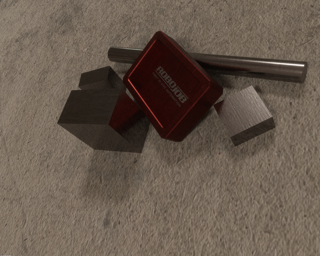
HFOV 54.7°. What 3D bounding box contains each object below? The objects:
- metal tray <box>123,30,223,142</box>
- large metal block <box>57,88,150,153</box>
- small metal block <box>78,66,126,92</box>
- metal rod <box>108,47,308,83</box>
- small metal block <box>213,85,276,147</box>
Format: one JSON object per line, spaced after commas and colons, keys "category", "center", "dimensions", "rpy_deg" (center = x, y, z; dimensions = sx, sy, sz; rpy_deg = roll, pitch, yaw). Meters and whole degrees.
{"category": "metal tray", "center": [0.010, -0.057, 0.406], "dimensions": [0.090, 0.030, 0.130], "rpy_deg": [-50, 51, 19]}
{"category": "large metal block", "center": [-0.071, -0.008, 0.409], "dimensions": [0.080, 0.080, 0.050], "rpy_deg": [2, 63, 28]}
{"category": "small metal block", "center": [-0.086, -0.064, 0.470], "dimensions": [0.050, 0.050, 0.025], "rpy_deg": [-10, 58, 22]}
{"category": "metal rod", "center": [0.044, -0.094, 0.437], "dimensions": [0.300, 0.025, 0.025], "rpy_deg": [14, 69, 33]}
{"category": "small metal block", "center": [0.097, -0.014, 0.361], "dimensions": [0.050, 0.025, 0.050], "rpy_deg": [-27, 53, 10]}
